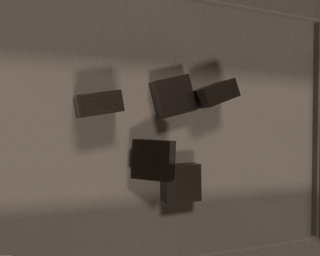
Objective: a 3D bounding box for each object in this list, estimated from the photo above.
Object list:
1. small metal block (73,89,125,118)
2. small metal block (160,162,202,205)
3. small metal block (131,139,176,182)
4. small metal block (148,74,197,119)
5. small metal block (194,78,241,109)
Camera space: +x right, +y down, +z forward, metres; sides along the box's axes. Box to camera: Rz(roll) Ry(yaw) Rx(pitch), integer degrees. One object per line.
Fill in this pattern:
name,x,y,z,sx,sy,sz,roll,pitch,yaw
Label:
small metal block,-0.074,-0.028,0.370,0.050,0.050,0.025,-10,94,-20
small metal block,0.028,0.075,0.422,0.050,0.025,0.050,-1,91,-21
small metal block,-0.008,0.040,0.395,0.050,0.025,0.050,2,89,20
small metal block,0.017,-0.042,0.418,0.050,0.025,0.050,-15,96,-20
small metal block,0.073,-0.046,0.425,0.050,0.050,0.025,-21,98,-19
